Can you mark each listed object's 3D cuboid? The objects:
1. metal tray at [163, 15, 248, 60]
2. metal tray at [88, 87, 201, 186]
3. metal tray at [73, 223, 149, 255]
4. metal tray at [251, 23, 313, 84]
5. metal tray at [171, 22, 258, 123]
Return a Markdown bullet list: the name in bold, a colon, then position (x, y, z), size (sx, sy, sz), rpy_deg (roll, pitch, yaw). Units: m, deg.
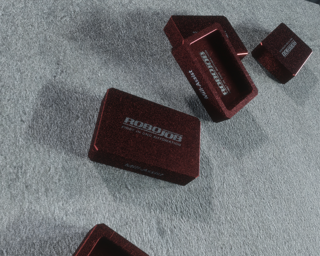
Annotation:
- **metal tray**: position (0.081, -0.151, 0.536), size (0.131, 0.030, 0.090), rpy_deg (-14, 69, -34)
- **metal tray**: position (-0.014, 0.012, 0.386), size (0.131, 0.030, 0.090), rpy_deg (18, 55, -18)
- **metal tray**: position (-0.032, 0.163, 0.283), size (0.130, 0.030, 0.090), rpy_deg (37, 51, -4)
- **metal tray**: position (0.250, -0.154, 0.629), size (0.090, 0.030, 0.131), rpy_deg (45, 51, 3)
- **metal tray**: position (0.086, -0.084, 0.470), size (0.091, 0.030, 0.130), rpy_deg (-37, 98, -33)
